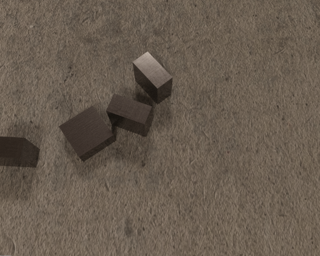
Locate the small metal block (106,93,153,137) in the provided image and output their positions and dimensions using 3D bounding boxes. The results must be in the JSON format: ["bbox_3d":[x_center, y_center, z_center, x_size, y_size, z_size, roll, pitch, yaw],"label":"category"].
[{"bbox_3d":[-0.038,-0.015,0.400,0.050,0.050,0.025,19,71,6],"label":"small metal block"}]

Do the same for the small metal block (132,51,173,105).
[{"bbox_3d":[-0.010,-0.066,0.419,0.025,0.050,0.050,-38,75,-13],"label":"small metal block"}]

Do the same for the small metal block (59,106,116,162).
[{"bbox_3d":[-0.094,0.008,0.404,0.050,0.025,0.050,-34,74,-12],"label":"small metal block"}]

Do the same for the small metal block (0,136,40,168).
[{"bbox_3d":[-0.184,0.030,0.382,0.050,0.050,0.025,3,70,1],"label":"small metal block"}]
